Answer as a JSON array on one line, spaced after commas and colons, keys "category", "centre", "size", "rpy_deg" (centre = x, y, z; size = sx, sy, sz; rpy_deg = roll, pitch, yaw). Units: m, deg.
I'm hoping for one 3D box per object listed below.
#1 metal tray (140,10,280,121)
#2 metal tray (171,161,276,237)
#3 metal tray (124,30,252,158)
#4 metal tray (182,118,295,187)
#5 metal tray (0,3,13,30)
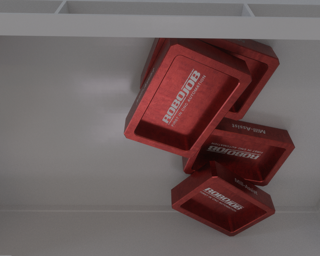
[{"category": "metal tray", "centre": [0.052, -0.065, 0.350], "size": [0.131, 0.030, 0.089], "rpy_deg": [15, 129, -13]}, {"category": "metal tray", "centre": [0.093, 0.109, 0.458], "size": [0.130, 0.030, 0.090], "rpy_deg": [32, 123, -24]}, {"category": "metal tray", "centre": [0.025, -0.029, 0.340], "size": [0.091, 0.030, 0.129], "rpy_deg": [19, 128, -16]}, {"category": "metal tray", "centre": [0.106, 0.034, 0.435], "size": [0.131, 0.030, 0.089], "rpy_deg": [11, 129, -9]}, {"category": "metal tray", "centre": [-0.193, -0.064, 0.283], "size": [0.090, 0.130, 0.030], "rpy_deg": [-36, 121, 26]}]
